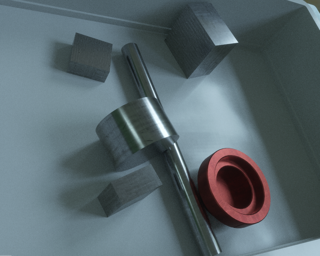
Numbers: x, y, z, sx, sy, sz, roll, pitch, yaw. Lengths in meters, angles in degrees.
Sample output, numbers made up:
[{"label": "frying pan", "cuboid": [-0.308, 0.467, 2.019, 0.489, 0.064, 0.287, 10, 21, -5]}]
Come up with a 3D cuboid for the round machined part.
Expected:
[{"label": "round machined part", "cuboid": [0.088, 0.078, 0.394, 0.099, 0.042, 0.098, 16, 54, -23]}]

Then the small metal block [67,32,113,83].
[{"label": "small metal block", "cuboid": [-0.093, -0.094, 0.414, 0.050, 0.025, 0.050, 13, 56, -21]}]

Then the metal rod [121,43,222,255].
[{"label": "metal rod", "cuboid": [0.007, 0.014, 0.402, 0.025, 0.025, 0.299, -8, 66, -32]}]

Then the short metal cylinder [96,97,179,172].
[{"label": "short metal cylinder", "cuboid": [-0.025, 0.008, 0.353, 0.081, 0.080, 0.050, -20, 73, -36]}]

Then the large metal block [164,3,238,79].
[{"label": "large metal block", "cuboid": [0.062, -0.137, 0.489, 0.050, 0.080, 0.080, -18, 71, -35]}]

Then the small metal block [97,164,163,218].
[{"label": "small metal block", "cuboid": [-0.033, 0.067, 0.332, 0.050, 0.050, 0.025, -20, 73, -36]}]
